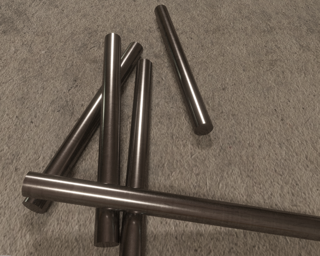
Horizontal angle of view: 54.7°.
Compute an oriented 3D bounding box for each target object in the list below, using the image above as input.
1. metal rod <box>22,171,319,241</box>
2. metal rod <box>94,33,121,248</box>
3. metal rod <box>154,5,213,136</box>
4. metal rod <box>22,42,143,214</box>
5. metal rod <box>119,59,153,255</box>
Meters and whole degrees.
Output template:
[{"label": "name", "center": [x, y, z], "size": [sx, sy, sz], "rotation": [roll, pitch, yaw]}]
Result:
[{"label": "metal rod", "center": [0.019, 0.079, 0.310], "size": [0.302, 0.025, 0.025], "rotation": [9, 50, -3]}, {"label": "metal rod", "center": [-0.062, -0.009, 0.388], "size": [0.025, 0.025, 0.299], "rotation": [-3, 57, -3]}, {"label": "metal rod", "center": [0.029, -0.111, 0.496], "size": [0.025, 0.025, 0.300], "rotation": [-8, 51, -7]}, {"label": "metal rod", "center": [-0.087, -0.024, 0.421], "size": [0.025, 0.025, 0.300], "rotation": [15, 51, 11]}, {"label": "metal rod", "center": [-0.026, 0.016, 0.389], "size": [0.025, 0.025, 0.300], "rotation": [1, 50, 0]}]
